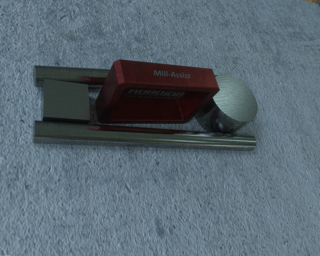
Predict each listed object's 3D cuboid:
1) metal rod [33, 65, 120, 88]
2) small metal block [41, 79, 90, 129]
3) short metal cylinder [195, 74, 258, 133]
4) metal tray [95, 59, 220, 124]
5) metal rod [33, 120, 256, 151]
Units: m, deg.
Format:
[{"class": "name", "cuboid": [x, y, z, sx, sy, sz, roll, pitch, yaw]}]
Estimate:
[{"class": "metal rod", "cuboid": [-0.016, -0.068, 0.438, 0.303, 0.025, 0.025, -3, 63, -30]}, {"class": "small metal block", "cuboid": [-0.111, -0.027, 0.362, 0.050, 0.025, 0.050, 4, 60, -26]}, {"class": "short metal cylinder", "cuboid": [0.096, -0.032, 0.460, 0.081, 0.050, 0.080, 14, 56, -21]}, {"class": "metal tray", "cuboid": [-0.004, -0.039, 0.384, 0.131, 0.090, 0.030, 0, 62, -28]}, {"class": "metal rod", "cuboid": [0.000, 0.013, 0.398, 0.302, 0.025, 0.025, 4, 60, -26]}]
